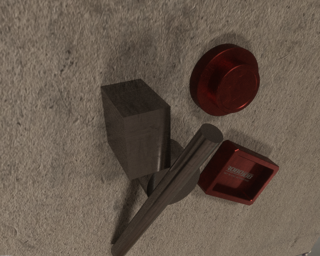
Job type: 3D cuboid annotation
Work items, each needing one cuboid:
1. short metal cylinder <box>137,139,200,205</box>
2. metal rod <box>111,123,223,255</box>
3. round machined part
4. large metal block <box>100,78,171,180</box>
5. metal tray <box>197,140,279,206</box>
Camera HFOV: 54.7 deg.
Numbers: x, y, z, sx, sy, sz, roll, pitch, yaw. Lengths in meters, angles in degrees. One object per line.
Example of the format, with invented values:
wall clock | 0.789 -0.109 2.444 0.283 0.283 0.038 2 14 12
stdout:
short metal cylinder | 0.009 0.061 0.435 0.081 0.050 0.079 -14 125 -21
metal rod | -0.008 0.101 0.398 0.025 0.025 0.298 2 139 -30
round machined part | 0.093 -0.059 0.412 0.099 0.042 0.097 -14 125 -21
large metal block | -0.028 -0.001 0.356 0.050 0.080 0.079 -15 125 -20
metal tray | 0.135 0.080 0.529 0.131 0.030 0.090 22 106 -37
